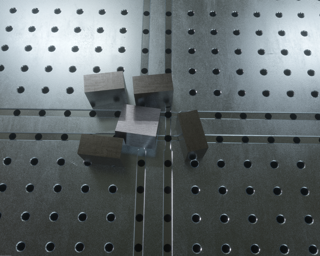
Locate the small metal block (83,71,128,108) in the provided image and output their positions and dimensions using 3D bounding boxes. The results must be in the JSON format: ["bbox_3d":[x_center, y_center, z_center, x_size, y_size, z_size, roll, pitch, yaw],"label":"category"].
[{"bbox_3d":[-0.071,-0.051,0.416,0.050,0.050,0.025,-7,71,-3],"label":"small metal block"}]

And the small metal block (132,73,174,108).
[{"bbox_3d":[-0.009,-0.048,0.416,0.050,0.050,0.025,-6,70,-2],"label":"small metal block"}]

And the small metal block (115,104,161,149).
[{"bbox_3d":[-0.028,-0.002,0.403,0.050,0.025,0.050,8,46,2],"label":"small metal block"}]

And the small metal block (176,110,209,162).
[{"bbox_3d":[0.039,0.011,0.395,0.025,0.050,0.050,-13,71,-5],"label":"small metal block"}]

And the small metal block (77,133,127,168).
[{"bbox_3d":[-0.070,0.029,0.387,0.050,0.050,0.025,7,71,2],"label":"small metal block"}]
